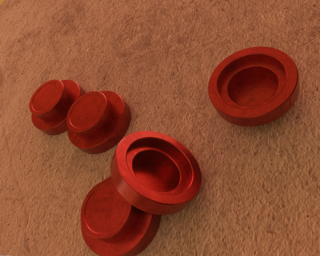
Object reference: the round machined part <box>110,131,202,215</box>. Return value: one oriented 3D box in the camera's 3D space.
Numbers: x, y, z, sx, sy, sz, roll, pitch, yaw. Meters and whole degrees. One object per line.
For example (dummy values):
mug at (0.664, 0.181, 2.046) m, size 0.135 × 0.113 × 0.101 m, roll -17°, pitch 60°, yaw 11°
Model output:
round machined part at (-0.007, 0.052, 0.342) m, size 0.042 × 0.099 × 0.098 m, roll -61°, pitch 39°, yaw 39°

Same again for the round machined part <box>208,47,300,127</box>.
round machined part at (0.110, -0.044, 0.362) m, size 0.098 × 0.042 × 0.098 m, roll -13°, pitch 56°, yaw 21°

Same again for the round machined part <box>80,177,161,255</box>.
round machined part at (-0.052, 0.098, 0.360) m, size 0.098 × 0.042 × 0.098 m, roll -13°, pitch 56°, yaw 21°

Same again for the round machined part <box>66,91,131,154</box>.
round machined part at (-0.096, -0.015, 0.453) m, size 0.098 × 0.042 × 0.098 m, roll -13°, pitch 56°, yaw 21°

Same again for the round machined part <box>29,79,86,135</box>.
round machined part at (-0.173, -0.040, 0.509) m, size 0.098 × 0.042 × 0.098 m, roll -13°, pitch 56°, yaw 21°
